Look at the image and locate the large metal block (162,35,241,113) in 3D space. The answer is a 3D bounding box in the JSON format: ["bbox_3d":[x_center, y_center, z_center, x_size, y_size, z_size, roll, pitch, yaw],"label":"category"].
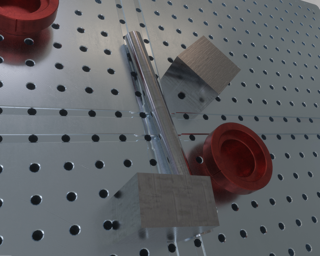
[{"bbox_3d":[0.065,-0.084,0.479,0.080,0.050,0.080,43,51,1],"label":"large metal block"}]

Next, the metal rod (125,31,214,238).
[{"bbox_3d":[0.004,-0.007,0.414,0.025,0.025,0.299,-6,64,-31],"label":"metal rod"}]

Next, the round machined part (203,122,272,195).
[{"bbox_3d":[0.101,0.045,0.424,0.099,0.042,0.098,14,56,-21],"label":"round machined part"}]

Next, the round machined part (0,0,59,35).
[{"bbox_3d":[-0.183,-0.158,0.395,0.099,0.042,0.098,14,56,-21],"label":"round machined part"}]

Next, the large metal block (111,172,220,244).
[{"bbox_3d":[0.001,0.086,0.321,0.081,0.080,0.050,7,59,-25],"label":"large metal block"}]
